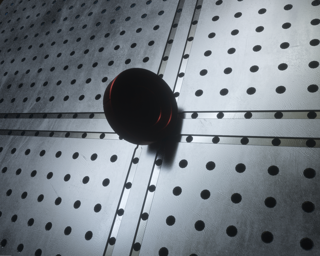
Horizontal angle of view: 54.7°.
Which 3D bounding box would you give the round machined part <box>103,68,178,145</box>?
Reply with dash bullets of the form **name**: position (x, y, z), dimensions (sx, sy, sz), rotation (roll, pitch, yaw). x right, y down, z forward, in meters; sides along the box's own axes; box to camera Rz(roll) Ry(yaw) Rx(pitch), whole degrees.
- **round machined part**: position (-0.028, -0.025, 0.401), dimensions (0.042, 0.099, 0.098), rotation (-27, 44, 52)
